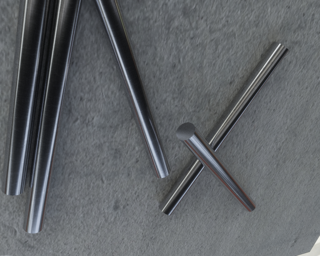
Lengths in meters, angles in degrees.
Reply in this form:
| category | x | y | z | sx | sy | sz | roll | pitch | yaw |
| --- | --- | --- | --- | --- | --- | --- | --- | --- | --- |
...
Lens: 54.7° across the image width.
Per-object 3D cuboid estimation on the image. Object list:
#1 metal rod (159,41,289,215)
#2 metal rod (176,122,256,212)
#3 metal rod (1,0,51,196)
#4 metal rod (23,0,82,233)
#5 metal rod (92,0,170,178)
| category | x | y | z | sx | sy | sz | roll | pitch | yaw |
| --- | --- | --- | --- | --- | --- | --- | --- | --- | --- |
| metal rod | 0.088 | 0.008 | 0.462 | 0.025 | 0.025 | 0.299 | 24 | 105 | -37 |
| metal rod | 0.102 | 0.077 | 0.486 | 0.025 | 0.025 | 0.300 | -43 | 138 | 1 |
| metal rod | -0.128 | -0.061 | 0.299 | 0.025 | 0.025 | 0.298 | 3 | 117 | -30 |
| metal rod | -0.121 | -0.005 | 0.338 | 0.025 | 0.025 | 0.298 | 3 | 117 | -30 |
| metal rod | -0.031 | -0.051 | 0.359 | 0.025 | 0.025 | 0.298 | -26 | 128 | -13 |
